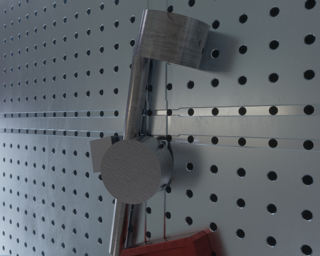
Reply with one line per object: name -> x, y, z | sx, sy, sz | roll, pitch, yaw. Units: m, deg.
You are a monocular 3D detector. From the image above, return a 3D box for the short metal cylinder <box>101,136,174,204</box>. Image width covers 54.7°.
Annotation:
short metal cylinder -> -0.028, 0.052, 0.400 | 0.080, 0.050, 0.079 | 1, 94, 19

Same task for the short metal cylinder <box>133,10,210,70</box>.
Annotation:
short metal cylinder -> 0.013, -0.101, 0.363 | 0.080, 0.081, 0.050 | 22, 104, 38

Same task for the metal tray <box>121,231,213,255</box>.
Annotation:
metal tray -> 0.012, 0.190, 0.396 | 0.130, 0.030, 0.090 | -27, 73, 36

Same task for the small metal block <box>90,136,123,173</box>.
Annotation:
small metal block -> -0.079, 0.040, 0.475 | 0.050, 0.025, 0.050 | -14, 81, 39

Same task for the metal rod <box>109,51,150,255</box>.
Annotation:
metal rod -> -0.044, 0.037, 0.445 | 0.025, 0.025, 0.298 | 13, 98, 39
